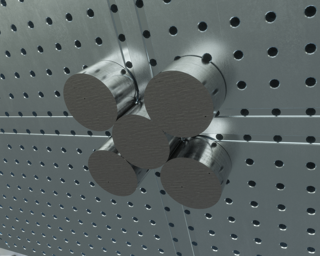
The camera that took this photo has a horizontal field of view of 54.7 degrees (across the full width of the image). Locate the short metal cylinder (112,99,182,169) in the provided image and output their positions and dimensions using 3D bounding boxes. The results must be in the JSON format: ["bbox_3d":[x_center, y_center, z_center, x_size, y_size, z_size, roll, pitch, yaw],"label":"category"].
[{"bbox_3d":[-0.015,0.007,0.405,0.080,0.050,0.079,13,124,20],"label":"short metal cylinder"}]

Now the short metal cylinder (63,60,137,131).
[{"bbox_3d":[-0.078,-0.042,0.407,0.080,0.050,0.079,13,124,20],"label":"short metal cylinder"}]

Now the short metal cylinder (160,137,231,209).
[{"bbox_3d":[0.047,0.058,0.404,0.080,0.050,0.079,13,124,20],"label":"short metal cylinder"}]

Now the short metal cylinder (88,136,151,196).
[{"bbox_3d":[-0.057,0.053,0.455,0.080,0.050,0.079,13,124,20],"label":"short metal cylinder"}]

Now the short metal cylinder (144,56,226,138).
[{"bbox_3d":[0.029,-0.036,0.354,0.080,0.050,0.079,13,124,20],"label":"short metal cylinder"}]
